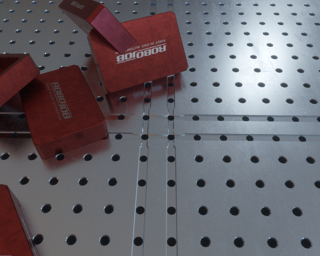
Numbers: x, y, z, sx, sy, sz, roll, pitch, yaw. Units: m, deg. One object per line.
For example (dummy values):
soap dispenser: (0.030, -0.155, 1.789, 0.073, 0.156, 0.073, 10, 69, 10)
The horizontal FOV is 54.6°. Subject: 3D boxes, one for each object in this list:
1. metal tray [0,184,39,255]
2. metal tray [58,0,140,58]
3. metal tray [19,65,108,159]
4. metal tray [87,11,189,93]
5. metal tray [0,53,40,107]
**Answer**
metal tray: (-0.170, 0.128, 0.296, 0.091, 0.030, 0.130, -26, 55, -21)
metal tray: (-0.092, -0.153, 0.471, 0.030, 0.090, 0.130, -50, 44, -1)
metal tray: (-0.136, -0.028, 0.428, 0.091, 0.030, 0.130, -20, 53, -17)
metal tray: (-0.031, -0.113, 0.461, 0.131, 0.090, 0.030, -19, 12, -15)
metal tray: (-0.244, -0.067, 0.432, 0.130, 0.030, 0.090, 8, 48, 32)
